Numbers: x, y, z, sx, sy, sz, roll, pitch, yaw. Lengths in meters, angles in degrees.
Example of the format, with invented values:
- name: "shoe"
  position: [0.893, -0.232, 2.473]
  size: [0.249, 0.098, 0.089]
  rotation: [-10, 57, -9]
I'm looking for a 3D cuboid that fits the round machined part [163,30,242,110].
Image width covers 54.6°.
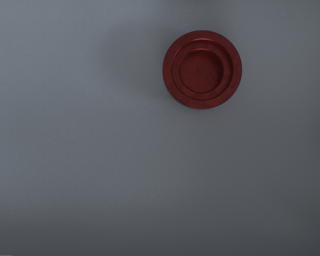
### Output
- name: "round machined part"
  position: [0.052, -0.072, 0.403]
  size: [0.099, 0.042, 0.097]
  rotation: [0, 90, 0]
